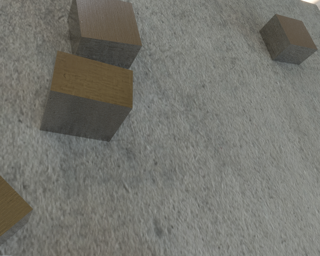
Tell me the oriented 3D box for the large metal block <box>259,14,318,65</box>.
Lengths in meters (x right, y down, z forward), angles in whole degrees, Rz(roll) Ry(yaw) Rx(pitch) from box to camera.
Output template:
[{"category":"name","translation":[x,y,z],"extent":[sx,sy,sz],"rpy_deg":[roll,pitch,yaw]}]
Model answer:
[{"category":"large metal block","translation":[0.267,-0.184,0.647],"extent":[0.081,0.050,0.080],"rpy_deg":[1,61,-28]}]

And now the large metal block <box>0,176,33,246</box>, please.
[{"category":"large metal block","translation":[-0.168,0.072,0.254],"extent":[0.080,0.050,0.080],"rpy_deg":[45,51,2]}]

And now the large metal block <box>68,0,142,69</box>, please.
[{"category":"large metal block","translation":[-0.078,-0.133,0.428],"extent":[0.081,0.050,0.080],"rpy_deg":[1,62,-28]}]

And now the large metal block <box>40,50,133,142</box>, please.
[{"category":"large metal block","translation":[-0.082,-0.030,0.344],"extent":[0.081,0.080,0.050],"rpy_deg":[11,57,-23]}]
